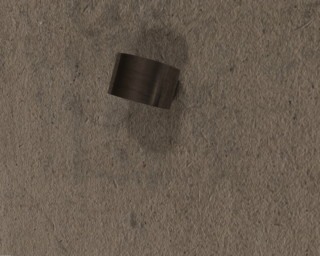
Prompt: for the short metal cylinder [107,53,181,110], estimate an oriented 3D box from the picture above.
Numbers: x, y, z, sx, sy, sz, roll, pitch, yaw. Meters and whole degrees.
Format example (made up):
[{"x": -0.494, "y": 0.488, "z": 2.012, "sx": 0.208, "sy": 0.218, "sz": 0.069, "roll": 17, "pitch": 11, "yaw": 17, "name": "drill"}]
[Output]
[{"x": -0.020, "y": -0.057, "z": 0.386, "sx": 0.080, "sy": 0.080, "sz": 0.050, "roll": 17, "pitch": 96, "yaw": 19, "name": "short metal cylinder"}]
